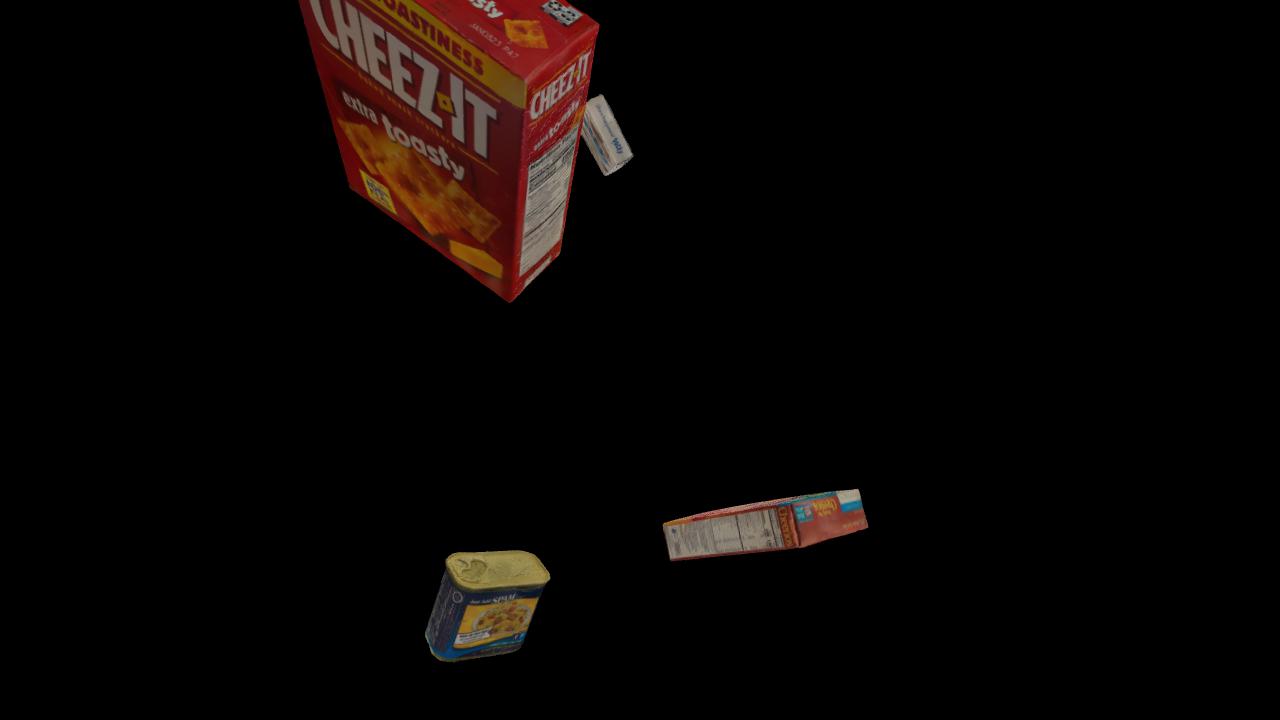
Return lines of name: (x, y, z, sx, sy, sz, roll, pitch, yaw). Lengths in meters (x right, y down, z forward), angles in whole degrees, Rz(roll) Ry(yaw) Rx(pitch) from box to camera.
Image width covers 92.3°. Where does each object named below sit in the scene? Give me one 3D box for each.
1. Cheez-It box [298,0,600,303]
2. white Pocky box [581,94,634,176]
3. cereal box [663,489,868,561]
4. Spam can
Cheez-It box: (-0.124, -0.155, 0.402, 0.166, 0.071, 0.223, 36, -28, 3)
white Pocky box: (-0.049, -0.295, 0.823, 0.028, 0.084, 0.154, -30, 14, -3)
cereal box: (0.217, 0.295, 1.099, 0.203, 0.081, 0.306, 1, -19, -40)
Spam can: (-0.151, 0.242, 0.609, 0.101, 0.085, 0.058, 12, 13, -38)
